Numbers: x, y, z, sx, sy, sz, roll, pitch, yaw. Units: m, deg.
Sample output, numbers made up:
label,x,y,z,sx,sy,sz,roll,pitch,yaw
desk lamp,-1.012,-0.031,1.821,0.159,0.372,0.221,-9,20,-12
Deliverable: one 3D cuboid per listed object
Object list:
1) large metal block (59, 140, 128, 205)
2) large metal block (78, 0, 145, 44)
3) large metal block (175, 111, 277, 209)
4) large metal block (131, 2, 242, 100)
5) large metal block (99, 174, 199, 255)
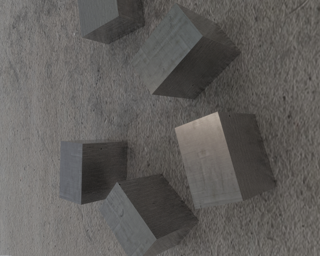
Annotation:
label,x,y,z,sx,sy,sz,roll,pitch,yaw
large metal block,-0.094,0.059,0.447,0.050,0.081,0.079,3,92,40
large metal block,-0.073,-0.178,0.449,0.080,0.050,0.080,-12,82,39
large metal block,0.068,0.030,0.313,0.050,0.081,0.080,-22,76,38
large metal block,0.029,-0.079,0.345,0.080,0.081,0.050,-46,63,30
large metal block,-0.013,0.107,0.380,0.080,0.081,0.050,49,119,29
